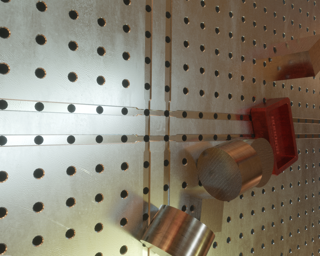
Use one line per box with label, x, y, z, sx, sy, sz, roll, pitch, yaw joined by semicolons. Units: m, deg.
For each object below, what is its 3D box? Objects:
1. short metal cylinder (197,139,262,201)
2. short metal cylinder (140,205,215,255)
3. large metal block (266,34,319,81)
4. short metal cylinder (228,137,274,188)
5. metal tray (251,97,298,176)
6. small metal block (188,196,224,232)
short metal cylinder;0.102;0.061;0.459;0.050;0.080;0.079;-16;100;-39
short metal cylinder;0.022;0.141;0.392;0.080;0.080;0.050;48;62;-30
large metal block;0.267;-0.135;0.597;0.080;0.080;0.050;-40;115;-32
short metal cylinder;0.145;0.055;0.514;0.081;0.050;0.080;0;90;-40
metal tray;0.220;0.014;0.589;0.091;0.030;0.129;-22;104;-38
small metal block;0.069;0.130;0.467;0.050;0.025;0.050;11;83;-40
